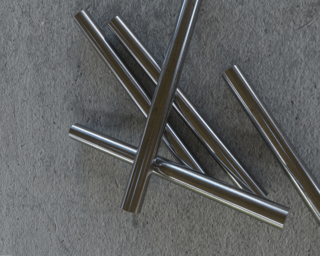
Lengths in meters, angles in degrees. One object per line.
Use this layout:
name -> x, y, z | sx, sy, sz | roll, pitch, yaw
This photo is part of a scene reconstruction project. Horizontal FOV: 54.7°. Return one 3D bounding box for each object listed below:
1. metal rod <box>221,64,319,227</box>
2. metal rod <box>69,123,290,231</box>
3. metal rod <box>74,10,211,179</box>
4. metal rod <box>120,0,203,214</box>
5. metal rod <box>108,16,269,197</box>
metal rod -> 0.160, 0.057, 0.352 | 0.025, 0.025, 0.299 | -34, 79, 17
metal rod -> 0.003, 0.049, 0.386 | 0.300, 0.025, 0.025 | 19, 97, 27
metal rod -> -0.027, -0.043, 0.418 | 0.025, 0.025, 0.299 | -40, 78, 16
metal rod -> 0.007, -0.046, 0.377 | 0.025, 0.025, 0.299 | 14, 84, 19
metal rod -> 0.028, -0.031, 0.398 | 0.025, 0.025, 0.300 | -41, 77, 15
